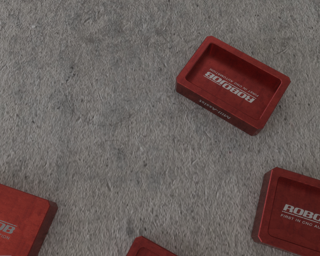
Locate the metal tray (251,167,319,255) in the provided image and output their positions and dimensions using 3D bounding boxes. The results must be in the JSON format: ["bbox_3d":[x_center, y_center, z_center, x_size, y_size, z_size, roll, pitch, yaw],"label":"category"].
[{"bbox_3d":[0.184,0.109,0.366,0.131,0.030,0.090,17,71,6],"label":"metal tray"}]

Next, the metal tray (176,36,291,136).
[{"bbox_3d":[0.098,-0.060,0.427,0.130,0.030,0.090,32,73,11],"label":"metal tray"}]

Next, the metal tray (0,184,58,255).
[{"bbox_3d":[-0.201,0.111,0.363,0.131,0.030,0.090,17,71,6],"label":"metal tray"}]

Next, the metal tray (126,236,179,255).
[{"bbox_3d":[0.012,0.188,0.336,0.130,0.030,0.090,26,72,9],"label":"metal tray"}]
